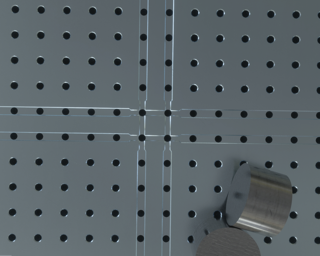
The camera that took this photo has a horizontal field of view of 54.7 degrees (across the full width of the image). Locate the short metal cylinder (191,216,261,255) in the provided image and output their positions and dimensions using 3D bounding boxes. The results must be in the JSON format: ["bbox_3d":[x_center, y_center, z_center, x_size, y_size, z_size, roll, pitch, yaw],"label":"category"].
[{"bbox_3d":[0.083,0.161,0.402,0.081,0.050,0.079,0,90,-1],"label":"short metal cylinder"}]

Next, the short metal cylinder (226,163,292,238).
[{"bbox_3d":[0.121,0.089,0.388,0.050,0.080,0.080,17,90,0],"label":"short metal cylinder"}]
